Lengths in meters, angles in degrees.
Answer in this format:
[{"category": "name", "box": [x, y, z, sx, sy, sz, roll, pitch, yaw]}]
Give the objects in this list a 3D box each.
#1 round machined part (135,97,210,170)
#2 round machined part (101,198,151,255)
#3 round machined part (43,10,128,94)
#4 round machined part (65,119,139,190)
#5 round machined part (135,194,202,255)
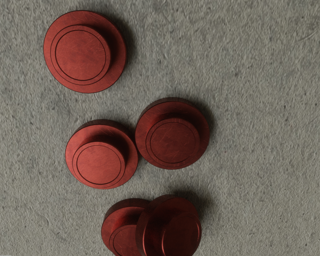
[{"category": "round machined part", "box": [0.016, 0.012, 0.405, 0.099, 0.042, 0.097, 0, 110, 0]}, {"category": "round machined part", "box": [-0.038, 0.157, 0.458, 0.099, 0.042, 0.097, 0, 110, 0]}, {"category": "round machined part", "box": [-0.089, -0.088, 0.367, 0.099, 0.042, 0.097, 0, 110, 0]}, {"category": "round machined part", "box": [-0.078, 0.041, 0.415, 0.099, 0.042, 0.097, 0, 110, 0]}, {"category": "round machined part", "box": [0.019, 0.144, 0.427, 0.099, 0.042, 0.097, -2, 94, -35]}]
